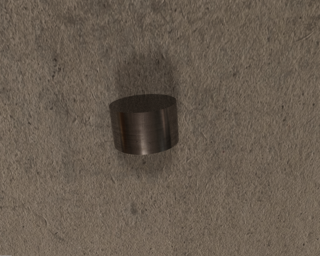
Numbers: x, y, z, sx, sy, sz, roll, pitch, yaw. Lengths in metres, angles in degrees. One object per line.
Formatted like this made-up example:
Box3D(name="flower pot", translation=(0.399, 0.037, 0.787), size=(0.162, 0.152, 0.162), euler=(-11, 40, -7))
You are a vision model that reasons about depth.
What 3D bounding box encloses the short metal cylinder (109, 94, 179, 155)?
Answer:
Box3D(name="short metal cylinder", translation=(-0.018, -0.007, 0.378), size=(0.081, 0.080, 0.050), euler=(-4, 110, 1))
